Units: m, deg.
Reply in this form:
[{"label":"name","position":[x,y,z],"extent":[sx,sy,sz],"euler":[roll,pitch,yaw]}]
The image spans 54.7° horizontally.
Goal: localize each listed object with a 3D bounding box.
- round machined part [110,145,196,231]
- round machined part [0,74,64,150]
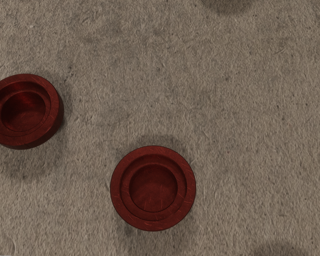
[{"label":"round machined part","position":[-0.008,0.073,0.372],"extent":[0.099,0.042,0.098],"euler":[0,70,-1]},{"label":"round machined part","position":[-0.174,-0.018,0.404],"extent":[0.099,0.042,0.098],"euler":[0,70,-1]}]
